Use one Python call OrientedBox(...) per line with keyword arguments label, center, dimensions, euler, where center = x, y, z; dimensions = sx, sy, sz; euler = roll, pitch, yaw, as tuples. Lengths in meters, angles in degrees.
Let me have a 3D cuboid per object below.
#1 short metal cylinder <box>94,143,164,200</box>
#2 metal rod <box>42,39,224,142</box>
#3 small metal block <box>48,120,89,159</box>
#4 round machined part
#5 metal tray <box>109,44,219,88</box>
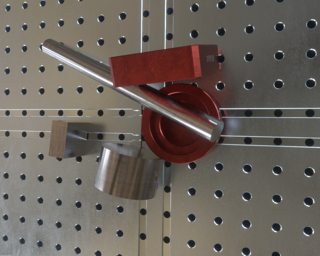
OrientedBox(label="short metal cylinder", center=(-0.039, 0.053, 0.396), dimensions=(0.080, 0.080, 0.050), euler=(14, 95, 19))
OrientedBox(label="metal rod", center=(-0.054, -0.060, 0.397), dimensions=(0.300, 0.025, 0.025), euler=(29, 100, 30))
OrientedBox(label="small metal block", center=(-0.130, 0.015, 0.444), dimensions=(0.025, 0.050, 0.050), euler=(8, 93, 19))
OrientedBox(label="round machined part", center=(0.030, -0.006, 0.392), dimensions=(0.098, 0.042, 0.097), euler=(0, 90, 19))
OrientedBox(label="metal tray", center=(0.012, -0.073, 0.350), dimensions=(0.090, 0.131, 0.030), euler=(-4, 103, 19))
